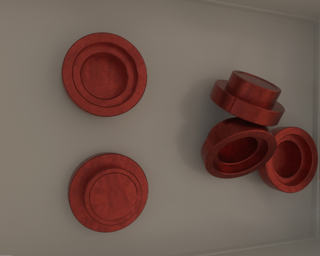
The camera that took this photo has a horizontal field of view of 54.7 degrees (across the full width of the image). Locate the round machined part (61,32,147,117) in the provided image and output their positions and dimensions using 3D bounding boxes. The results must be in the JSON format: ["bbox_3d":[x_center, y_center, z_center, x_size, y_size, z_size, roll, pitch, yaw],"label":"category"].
[{"bbox_3d":[-0.069,-0.062,0.377,0.099,0.042,0.097,0,90,-21],"label":"round machined part"}]

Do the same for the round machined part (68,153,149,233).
[{"bbox_3d":[-0.061,0.080,0.380,0.099,0.042,0.097,0,90,-21],"label":"round machined part"}]

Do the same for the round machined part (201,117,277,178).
[{"bbox_3d":[0.103,0.023,0.423,0.099,0.042,0.097,-8,136,-8],"label":"round machined part"}]

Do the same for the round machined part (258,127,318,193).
[{"bbox_3d":[0.187,0.047,0.473,0.099,0.042,0.097,0,90,-21],"label":"round machined part"}]

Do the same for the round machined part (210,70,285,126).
[{"bbox_3d":[0.121,-0.045,0.414,0.099,0.098,0.042,11,115,-20],"label":"round machined part"}]
